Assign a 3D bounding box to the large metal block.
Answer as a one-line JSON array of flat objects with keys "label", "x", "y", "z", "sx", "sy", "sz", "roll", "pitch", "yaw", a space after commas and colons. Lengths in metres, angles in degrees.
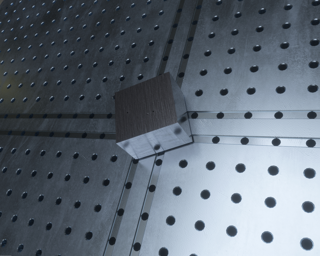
[{"label": "large metal block", "x": -0.010, "y": -0.015, "z": 0.402, "sx": 0.080, "sy": 0.050, "sz": 0.080, "roll": -19, "pitch": 55, "yaw": 17}]
